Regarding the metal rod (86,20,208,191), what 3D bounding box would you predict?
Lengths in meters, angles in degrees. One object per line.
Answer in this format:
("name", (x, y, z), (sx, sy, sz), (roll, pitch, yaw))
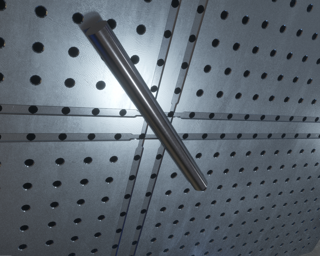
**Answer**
("metal rod", (0.001, -0.005, 0.408), (0.025, 0.025, 0.300), (-37, 129, -4))
